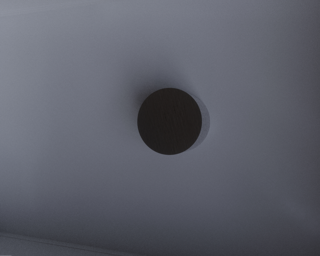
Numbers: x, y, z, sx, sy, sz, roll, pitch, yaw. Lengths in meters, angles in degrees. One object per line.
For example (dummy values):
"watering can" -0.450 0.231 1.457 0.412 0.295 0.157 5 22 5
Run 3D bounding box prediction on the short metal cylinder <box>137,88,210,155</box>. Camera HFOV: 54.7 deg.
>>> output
"short metal cylinder" 0.019 -0.008 0.390 0.080 0.050 0.079 0 90 19
